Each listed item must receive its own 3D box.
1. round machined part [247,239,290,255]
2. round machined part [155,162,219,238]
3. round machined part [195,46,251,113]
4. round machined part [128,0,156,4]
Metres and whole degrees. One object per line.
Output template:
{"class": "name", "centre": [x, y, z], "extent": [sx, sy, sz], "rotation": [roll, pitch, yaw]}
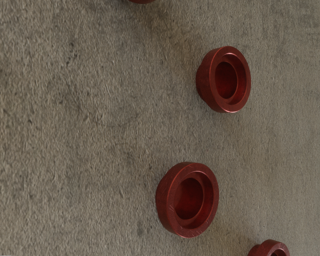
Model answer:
{"class": "round machined part", "centre": [0.189, 0.248, 0.552], "extent": [0.099, 0.042, 0.097], "rotation": [0, 90, -40]}
{"class": "round machined part", "centre": [0.033, 0.094, 0.421], "extent": [0.099, 0.042, 0.097], "rotation": [0, 90, -40]}
{"class": "round machined part", "centre": [0.092, -0.071, 0.470], "extent": [0.099, 0.042, 0.097], "rotation": [0, 90, -40]}
{"class": "round machined part", "centre": [-0.031, -0.197, 0.367], "extent": [0.099, 0.042, 0.097], "rotation": [0, 90, -40]}
